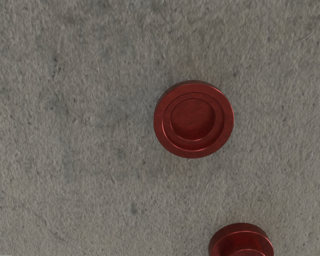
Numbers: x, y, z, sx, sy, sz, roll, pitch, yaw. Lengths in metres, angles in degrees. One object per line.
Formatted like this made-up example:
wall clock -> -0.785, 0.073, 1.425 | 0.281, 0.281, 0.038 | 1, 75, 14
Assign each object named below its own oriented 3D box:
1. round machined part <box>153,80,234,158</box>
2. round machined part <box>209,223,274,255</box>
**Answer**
round machined part -> 0.041, -0.014, 0.396 | 0.099, 0.042, 0.097 | 0, 110, -1
round machined part -> 0.127, 0.199, 0.476 | 0.099, 0.042, 0.097 | 0, 110, -1
